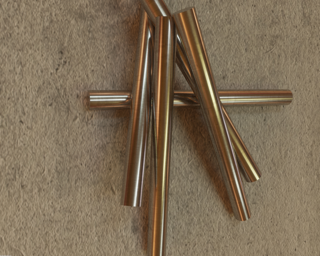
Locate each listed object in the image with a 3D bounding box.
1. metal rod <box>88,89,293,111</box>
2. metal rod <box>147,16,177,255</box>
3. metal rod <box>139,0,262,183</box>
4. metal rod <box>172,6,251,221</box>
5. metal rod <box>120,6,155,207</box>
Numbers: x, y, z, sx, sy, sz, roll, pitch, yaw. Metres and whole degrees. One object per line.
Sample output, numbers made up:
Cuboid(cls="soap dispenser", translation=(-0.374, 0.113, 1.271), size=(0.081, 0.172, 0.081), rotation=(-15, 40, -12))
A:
Cuboid(cls="metal rod", translation=(0.055, -0.041, 0.429), size=(0.303, 0.025, 0.025), rotation=(-3, 91, -20))
Cuboid(cls="metal rod", translation=(0.001, 0.022, 0.377), size=(0.025, 0.025, 0.298), rotation=(-2, 103, -20))
Cuboid(cls="metal rod", translation=(0.055, -0.050, 0.400), size=(0.025, 0.025, 0.299), rotation=(-38, 107, -16))
Cuboid(cls="metal rod", translation=(0.073, 0.001, 0.392), size=(0.025, 0.025, 0.299), rotation=(-30, 116, -17))
Cuboid(cls="metal rod", translation=(-0.020, -0.059, 0.377), size=(0.025, 0.025, 0.299), rotation=(9, 78, -20))
